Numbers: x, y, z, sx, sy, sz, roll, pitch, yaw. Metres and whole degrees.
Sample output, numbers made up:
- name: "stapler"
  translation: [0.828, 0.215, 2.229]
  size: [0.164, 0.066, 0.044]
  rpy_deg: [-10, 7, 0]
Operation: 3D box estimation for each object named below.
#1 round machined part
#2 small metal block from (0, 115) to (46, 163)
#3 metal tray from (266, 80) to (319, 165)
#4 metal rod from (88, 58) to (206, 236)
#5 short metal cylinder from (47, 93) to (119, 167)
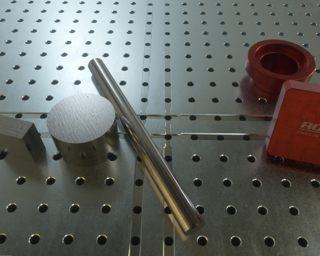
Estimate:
- name: "round machined part"
  translation: [0.180, -0.090, 0.475]
  size: [0.099, 0.042, 0.098]
  rpy_deg: [0, 50, 0]
- name: "small metal block"
  translation: [-0.176, 0.013, 0.378]
  size: [0.050, 0.050, 0.025]
  rpy_deg: [13, 51, 10]
- name: "metal tray"
  translation: [0.202, 0.000, 0.364]
  size: [0.131, 0.089, 0.030]
  rpy_deg: [12, 30, 9]
- name: "metal rod"
  translation: [-0.033, 0.002, 0.405]
  size: [0.025, 0.025, 0.300]
  rpy_deg: [-22, 54, -17]
- name: "short metal cylinder"
  translation: [-0.094, 0.002, 0.388]
  size: [0.081, 0.050, 0.080]
  rpy_deg: [0, 50, 0]
